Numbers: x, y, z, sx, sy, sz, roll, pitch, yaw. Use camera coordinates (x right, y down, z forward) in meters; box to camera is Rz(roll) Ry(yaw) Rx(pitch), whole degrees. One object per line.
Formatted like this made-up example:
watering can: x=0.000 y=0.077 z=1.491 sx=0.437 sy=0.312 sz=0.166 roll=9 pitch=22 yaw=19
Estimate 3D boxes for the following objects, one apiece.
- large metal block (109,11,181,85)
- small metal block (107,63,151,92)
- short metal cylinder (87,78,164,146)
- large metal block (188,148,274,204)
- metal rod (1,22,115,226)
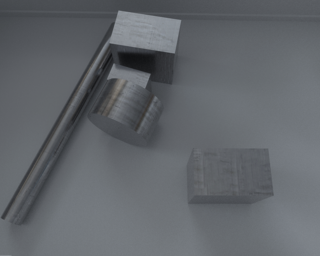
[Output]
large metal block: x=-0.017 y=-0.106 z=0.419 sx=0.080 sy=0.080 sz=0.050 roll=10 pitch=71 yaw=3
small metal block: x=-0.040 y=-0.057 z=0.417 sx=0.050 sy=0.050 sz=0.025 roll=17 pitch=71 yaw=5
short metal cylinder: x=-0.042 y=-0.018 z=0.387 sx=0.080 sy=0.080 sz=0.050 roll=23 pitch=72 yaw=8
large metal block: x=0.075 y=0.058 z=0.360 sx=0.081 sy=0.080 sz=0.050 roll=0 pitch=70 yaw=0
metal rod: x=-0.119 y=-0.019 z=0.415 sx=0.025 sy=0.025 sz=0.300 roll=21 pitch=71 yaw=7
